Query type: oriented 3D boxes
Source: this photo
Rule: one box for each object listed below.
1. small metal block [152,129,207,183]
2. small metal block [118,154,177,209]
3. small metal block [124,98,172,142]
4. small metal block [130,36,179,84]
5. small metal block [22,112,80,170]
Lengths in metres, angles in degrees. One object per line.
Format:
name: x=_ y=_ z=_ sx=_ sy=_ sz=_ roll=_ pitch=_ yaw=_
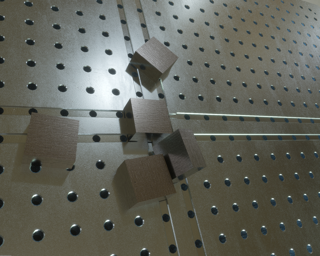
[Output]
small metal block: x=0.023 y=0.035 z=0.379 sx=0.025 sy=0.050 sz=0.050 roll=3 pitch=59 yaw=-45
small metal block: x=-0.015 y=0.061 z=0.362 sx=0.050 sy=0.025 sz=0.050 roll=-7 pitch=65 yaw=-31
small metal block: x=-0.016 y=-0.010 z=0.405 sx=0.050 sy=0.025 sz=0.050 roll=3 pitch=61 yaw=-27
small metal block: x=-0.008 y=-0.103 z=0.466 sx=0.050 sy=0.025 sz=0.050 roll=40 pitch=51 yaw=-1
small metal block: x=-0.117 y=0.015 z=0.336 sx=0.050 sy=0.025 sz=0.050 roll=11 pitch=57 yaw=-22
